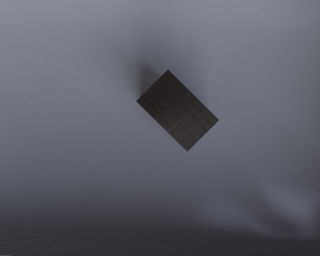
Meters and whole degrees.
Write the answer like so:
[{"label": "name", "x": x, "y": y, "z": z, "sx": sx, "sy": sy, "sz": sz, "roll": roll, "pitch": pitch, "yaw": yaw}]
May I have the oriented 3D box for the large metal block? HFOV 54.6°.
[{"label": "large metal block", "x": 0.020, "y": -0.020, "z": 0.384, "sx": 0.080, "sy": 0.080, "sz": 0.050, "roll": 45, "pitch": 90, "yaw": 0}]
